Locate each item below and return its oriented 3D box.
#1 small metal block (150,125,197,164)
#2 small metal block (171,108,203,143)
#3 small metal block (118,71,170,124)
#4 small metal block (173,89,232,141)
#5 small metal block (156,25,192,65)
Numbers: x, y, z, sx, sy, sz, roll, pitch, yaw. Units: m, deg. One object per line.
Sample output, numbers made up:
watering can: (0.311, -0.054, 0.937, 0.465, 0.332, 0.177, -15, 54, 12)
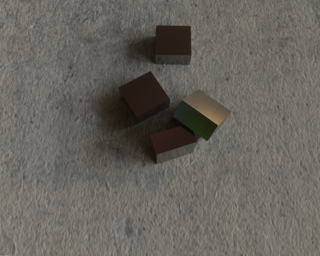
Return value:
small metal block: (0.016, 0.021, 0.388, 0.050, 0.050, 0.025, -17, 71, -7)
small metal block: (0.050, -0.014, 0.414, 0.050, 0.025, 0.050, -39, 75, -13)
small metal block: (-0.021, -0.042, 0.423, 0.050, 0.025, 0.050, -30, 73, -11)
small metal block: (0.052, -0.017, 0.375, 0.050, 0.025, 0.050, 37, 34, 12)
small metal block: (0.019, -0.121, 0.453, 0.050, 0.025, 0.050, 1, 70, 0)
